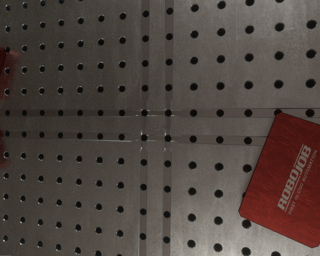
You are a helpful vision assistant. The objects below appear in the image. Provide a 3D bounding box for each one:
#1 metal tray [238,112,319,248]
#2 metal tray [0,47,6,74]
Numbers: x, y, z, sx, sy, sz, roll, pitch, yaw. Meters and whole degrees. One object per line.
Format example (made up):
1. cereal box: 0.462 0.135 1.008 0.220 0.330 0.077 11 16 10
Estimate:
1. metal tray: 0.156 0.057 0.355 0.090 0.030 0.129 21 97 18
2. metal tray: -0.330 -0.110 0.523 0.130 0.030 0.089 20 97 18
